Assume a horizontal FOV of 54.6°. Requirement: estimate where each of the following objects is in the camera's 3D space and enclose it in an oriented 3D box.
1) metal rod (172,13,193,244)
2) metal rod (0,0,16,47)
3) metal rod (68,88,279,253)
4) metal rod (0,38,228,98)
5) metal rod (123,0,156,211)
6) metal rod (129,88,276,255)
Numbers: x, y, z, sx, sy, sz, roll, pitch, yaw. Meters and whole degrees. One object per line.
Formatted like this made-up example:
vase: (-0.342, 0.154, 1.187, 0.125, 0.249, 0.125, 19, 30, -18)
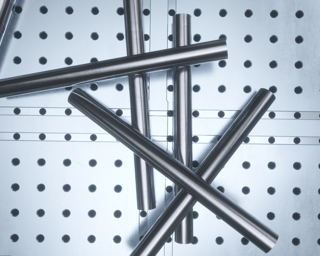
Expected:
metal rod: (0.031, 0.001, 0.413, 0.025, 0.025, 0.298, -1, 90, 0)
metal rod: (-0.228, -0.108, 0.411, 0.025, 0.025, 0.299, 19, 90, 0)
metal rod: (0.004, 0.042, 0.376, 0.300, 0.025, 0.025, 36, 90, 14)
metal rod: (-0.068, -0.073, 0.392, 0.301, 0.025, 0.025, -8, 90, 8)
metal rod: (-0.028, -0.042, 0.413, 0.025, 0.025, 0.298, -4, 90, 0)
metal rod: (0.049, 0.069, 0.391, 0.025, 0.025, 0.300, 40, 81, 0)
